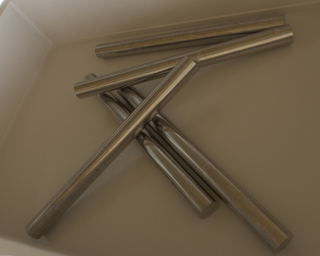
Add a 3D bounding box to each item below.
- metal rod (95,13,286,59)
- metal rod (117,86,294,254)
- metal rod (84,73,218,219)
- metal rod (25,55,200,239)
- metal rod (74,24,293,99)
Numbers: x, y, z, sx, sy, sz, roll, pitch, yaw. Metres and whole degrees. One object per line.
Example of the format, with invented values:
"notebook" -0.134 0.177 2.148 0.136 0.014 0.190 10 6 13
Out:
"metal rod" 0.029 -0.135 0.471 0.300 0.025 0.025 -1 62 27
"metal rod" 0.029 0.023 0.374 0.025 0.025 0.300 -43 51 -2
"metal rod" -0.032 0.004 0.418 0.025 0.025 0.300 -43 51 -2
"metal rod" -0.063 0.028 0.393 0.300 0.025 0.025 -46 51 5
"metal rod" 0.022 -0.087 0.425 0.301 0.025 0.025 -13 56 13
